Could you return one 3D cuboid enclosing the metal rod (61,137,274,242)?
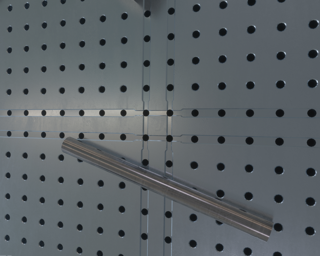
[{"bbox_3d":[-0.004,0.074,0.413,0.301,0.025,0.025,20,97,18],"label":"metal rod"}]
